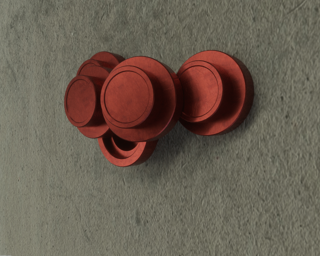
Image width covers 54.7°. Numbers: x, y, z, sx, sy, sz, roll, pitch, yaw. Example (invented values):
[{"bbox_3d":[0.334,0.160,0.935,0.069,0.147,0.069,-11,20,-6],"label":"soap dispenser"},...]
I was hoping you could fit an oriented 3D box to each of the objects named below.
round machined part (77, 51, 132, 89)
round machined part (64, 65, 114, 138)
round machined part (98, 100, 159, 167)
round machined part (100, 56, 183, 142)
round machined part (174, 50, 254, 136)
[{"bbox_3d":[-0.090,-0.067,0.467,0.098,0.042,0.097,0,90,39],"label":"round machined part"},{"bbox_3d":[-0.090,-0.035,0.412,0.098,0.042,0.097,0,90,39],"label":"round machined part"},{"bbox_3d":[-0.039,0.003,0.425,0.098,0.042,0.097,0,90,39],"label":"round machined part"},{"bbox_3d":[-0.027,-0.033,0.348,0.098,0.042,0.097,-1,88,26],"label":"round machined part"},{"bbox_3d":[0.051,-0.040,0.351,0.098,0.042,0.097,0,90,39],"label":"round machined part"}]
